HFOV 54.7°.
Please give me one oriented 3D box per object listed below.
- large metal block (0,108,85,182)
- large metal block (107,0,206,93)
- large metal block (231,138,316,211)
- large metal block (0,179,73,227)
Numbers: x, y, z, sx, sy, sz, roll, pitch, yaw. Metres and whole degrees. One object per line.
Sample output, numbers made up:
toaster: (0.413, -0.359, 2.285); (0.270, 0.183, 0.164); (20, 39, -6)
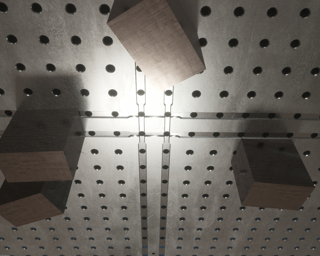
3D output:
large metal block: (-0.147, 0.020, 0.391); (0.081, 0.080, 0.050); (-2, 130, 1)
large metal block: (-0.001, -0.095, 0.295); (0.050, 0.080, 0.080); (-25, 126, 19)
large metal block: (0.152, 0.064, 0.432); (0.081, 0.080, 0.050); (6, 130, -6)
large metal block: (-0.178, 0.086, 0.446); (0.080, 0.080, 0.050); (-19, 128, 15)
